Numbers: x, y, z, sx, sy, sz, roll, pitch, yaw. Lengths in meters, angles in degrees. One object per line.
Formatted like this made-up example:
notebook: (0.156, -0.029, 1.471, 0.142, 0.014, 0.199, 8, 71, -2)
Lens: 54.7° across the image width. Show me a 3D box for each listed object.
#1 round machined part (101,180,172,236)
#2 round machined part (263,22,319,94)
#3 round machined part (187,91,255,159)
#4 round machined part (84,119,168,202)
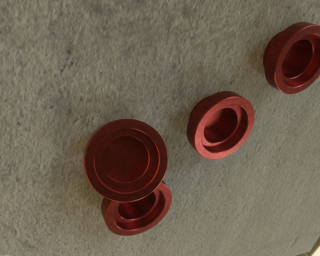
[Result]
round machined part: (-0.036, 0.102, 0.441, 0.099, 0.042, 0.097, -14, 125, -21)
round machined part: (0.187, -0.101, 0.438, 0.099, 0.042, 0.097, -14, 125, -21)
round machined part: (0.080, -0.008, 0.437, 0.099, 0.042, 0.097, -14, 125, -21)
round machined part: (-0.043, 0.037, 0.379, 0.099, 0.042, 0.097, -1, 92, -16)
